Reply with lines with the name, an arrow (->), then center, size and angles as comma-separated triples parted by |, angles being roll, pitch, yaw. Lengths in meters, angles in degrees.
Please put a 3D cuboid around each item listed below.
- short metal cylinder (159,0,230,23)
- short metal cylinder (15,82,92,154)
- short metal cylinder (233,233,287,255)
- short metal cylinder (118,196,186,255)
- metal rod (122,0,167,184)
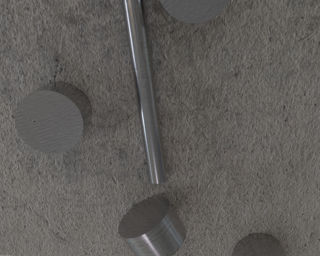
short metal cylinder -> 0.036, -0.157, 0.339 | 0.081, 0.050, 0.079 | 0, 110, 0
short metal cylinder -> -0.131, -0.014, 0.390 | 0.081, 0.050, 0.079 | 0, 110, 0
short metal cylinder -> 0.157, 0.210, 0.476 | 0.081, 0.050, 0.079 | 0, 110, 0
short metal cylinder -> -0.010, 0.141, 0.432 | 0.080, 0.080, 0.050 | -27, 108, 9
metal rod -> -0.021, -0.067, 0.384 | 0.025, 0.025, 0.298 | -7, 110, 2
